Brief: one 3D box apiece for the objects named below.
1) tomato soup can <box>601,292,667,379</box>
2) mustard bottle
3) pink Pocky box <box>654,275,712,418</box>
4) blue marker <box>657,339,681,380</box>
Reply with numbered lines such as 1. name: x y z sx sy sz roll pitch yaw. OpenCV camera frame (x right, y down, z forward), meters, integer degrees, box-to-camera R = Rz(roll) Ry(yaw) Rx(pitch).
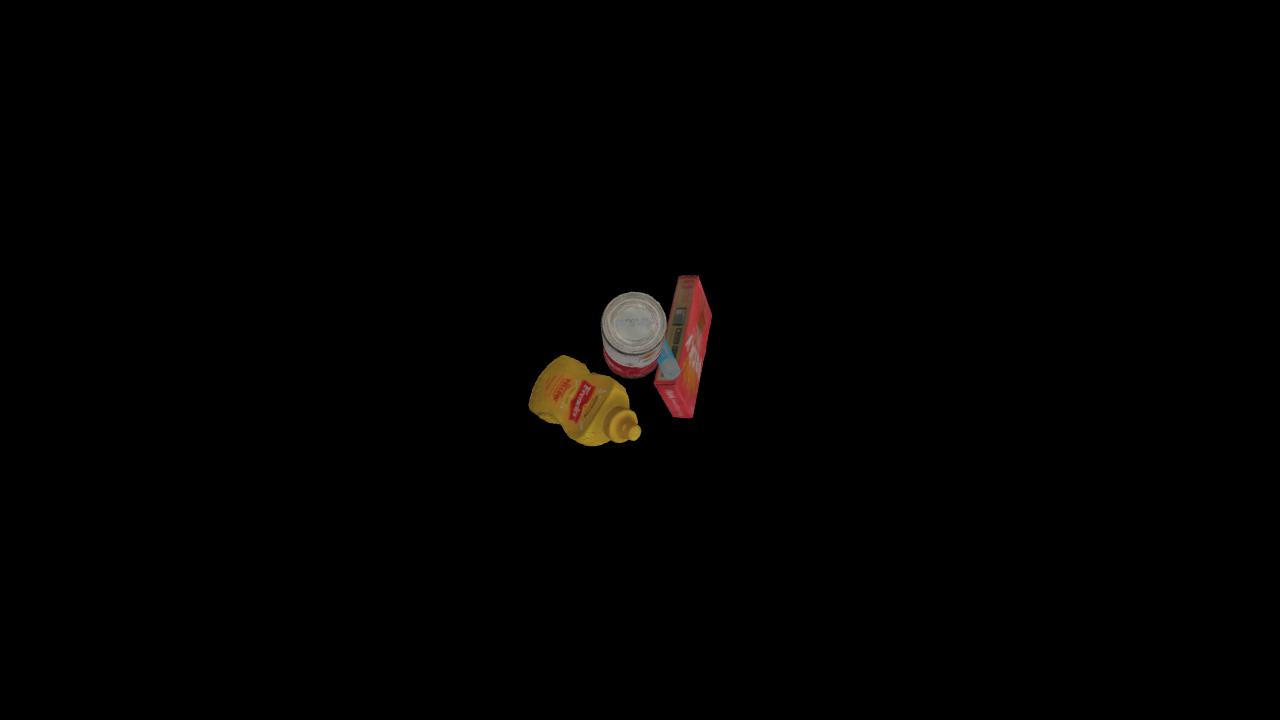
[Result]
1. tomato soup can: -0.007 -0.024 0.649 0.068 0.068 0.101 0 -14 -2
2. mustard bottle: -0.061 0.058 0.762 0.184 0.092 0.054 24 -17 46
3. pink Pocky box: 0.055 -0.016 0.740 0.029 0.155 0.084 2 -31 22
4. blue marker: 0.017 -0.027 0.688 0.020 0.121 0.020 -13 -41 -12
